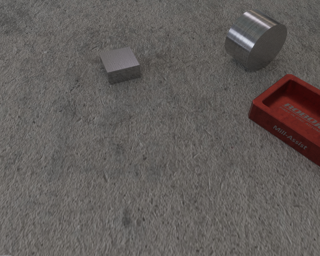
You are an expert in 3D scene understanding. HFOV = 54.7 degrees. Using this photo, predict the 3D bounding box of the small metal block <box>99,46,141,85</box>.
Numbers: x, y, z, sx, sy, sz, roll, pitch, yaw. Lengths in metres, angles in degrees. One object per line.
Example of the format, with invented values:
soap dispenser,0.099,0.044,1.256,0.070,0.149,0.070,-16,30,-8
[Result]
small metal block,-0.063,-0.098,0.485,0.050,0.025,0.050,-17,52,-14

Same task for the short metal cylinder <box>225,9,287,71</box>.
short metal cylinder,0.149,-0.136,0.483,0.081,0.080,0.050,-27,55,-21

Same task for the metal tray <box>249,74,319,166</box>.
metal tray,0.197,-0.012,0.411,0.091,0.030,0.130,-35,58,-26
